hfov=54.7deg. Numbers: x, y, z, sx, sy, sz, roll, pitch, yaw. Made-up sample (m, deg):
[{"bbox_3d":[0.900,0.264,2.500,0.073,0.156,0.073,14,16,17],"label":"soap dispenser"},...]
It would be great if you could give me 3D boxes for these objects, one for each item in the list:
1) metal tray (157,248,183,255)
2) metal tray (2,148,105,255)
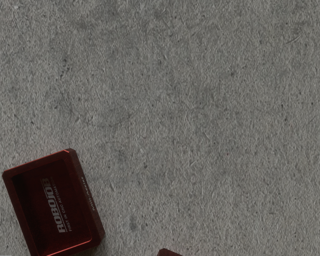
[{"bbox_3d":[0.017,0.238,0.408,0.090,0.030,0.129,23,90,0],"label":"metal tray"},{"bbox_3d":[-0.137,0.101,0.406,0.090,0.030,0.129,-20,90,0],"label":"metal tray"}]
